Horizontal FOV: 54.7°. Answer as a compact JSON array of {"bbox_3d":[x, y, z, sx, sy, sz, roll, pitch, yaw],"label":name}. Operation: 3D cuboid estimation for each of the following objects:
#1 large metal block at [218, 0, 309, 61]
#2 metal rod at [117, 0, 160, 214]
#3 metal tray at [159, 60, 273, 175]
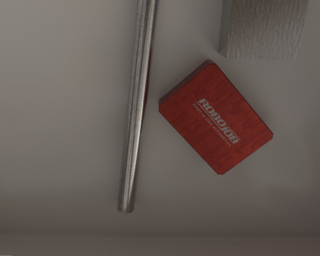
[{"bbox_3d":[0.115,-0.122,0.355,0.081,0.050,0.079,2,110,-1],"label":"large metal block"},{"bbox_3d":[-0.031,-0.021,0.403,0.025,0.025,0.298,7,110,-3],"label":"metal rod"},{"bbox_3d":[0.072,-0.012,0.406,0.090,0.030,0.130,-40,106,13],"label":"metal tray"}]
